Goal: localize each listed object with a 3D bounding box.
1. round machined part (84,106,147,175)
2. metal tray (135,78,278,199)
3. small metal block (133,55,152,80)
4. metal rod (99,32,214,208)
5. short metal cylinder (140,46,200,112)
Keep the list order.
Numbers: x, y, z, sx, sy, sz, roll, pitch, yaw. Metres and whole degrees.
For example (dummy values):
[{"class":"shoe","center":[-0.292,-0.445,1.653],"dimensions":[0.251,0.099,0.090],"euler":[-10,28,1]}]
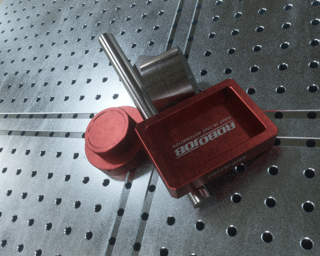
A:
[{"class":"round machined part","center":[-0.062,0.010,0.421],"dimensions":[0.098,0.042,0.098],"euler":[-13,56,20]},{"class":"metal tray","center":[0.050,0.008,0.346],"dimensions":[0.131,0.030,0.090],"euler":[-27,59,-9]},{"class":"small metal block","center":[-0.016,-0.081,0.465],"dimensions":[0.050,0.025,0.050],"euler":[14,69,33]},{"class":"metal rod","center":[-0.019,-0.030,0.413],"dimensions":[0.025,0.025,0.299],"euler":[-34,59,5]},{"class":"short metal cylinder","center":[0.016,-0.058,0.399],"dimensions":[0.050,0.080,0.080],"euler":[-23,54,14]}]
